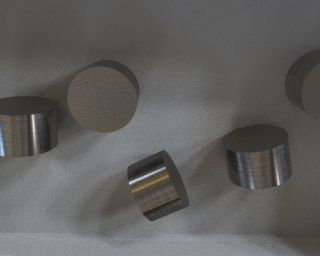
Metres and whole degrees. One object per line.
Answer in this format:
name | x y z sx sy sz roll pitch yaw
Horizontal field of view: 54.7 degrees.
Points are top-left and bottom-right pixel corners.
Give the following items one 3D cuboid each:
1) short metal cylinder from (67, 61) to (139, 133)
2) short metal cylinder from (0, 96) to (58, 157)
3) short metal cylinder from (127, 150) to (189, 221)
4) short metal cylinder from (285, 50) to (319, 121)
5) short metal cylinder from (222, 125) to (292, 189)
short metal cylinder | -0.067 -0.040 0.382 0.081 0.050 0.079 0 110 -1
short metal cylinder | -0.167 -0.004 0.378 0.081 0.080 0.050 4 110 -2
short metal cylinder | -0.002 0.076 0.410 0.050 0.080 0.080 -25 108 9
short metal cylinder | 0.204 -0.053 0.382 0.081 0.050 0.079 0 110 -1
short metal cylinder | 0.124 0.035 0.397 0.080 0.080 0.050 -13 110 4
